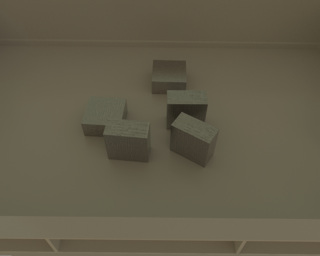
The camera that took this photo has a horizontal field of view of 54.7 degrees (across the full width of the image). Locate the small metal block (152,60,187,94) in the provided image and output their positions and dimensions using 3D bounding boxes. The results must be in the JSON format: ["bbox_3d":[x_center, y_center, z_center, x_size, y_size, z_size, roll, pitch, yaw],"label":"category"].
[{"bbox_3d":[0.014,-0.077,0.470,0.050,0.025,0.050,2,50,1],"label":"small metal block"}]

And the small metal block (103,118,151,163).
[{"bbox_3d":[-0.038,0.016,0.375,0.050,0.050,0.025,5,50,3],"label":"small metal block"}]

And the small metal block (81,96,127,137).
[{"bbox_3d":[-0.073,-0.015,0.417,0.050,0.025,0.050,4,50,3],"label":"small metal block"}]

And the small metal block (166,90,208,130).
[{"bbox_3d":[0.034,-0.023,0.409,0.050,0.050,0.025,0,50,0],"label":"small metal block"}]

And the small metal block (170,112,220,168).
[{"bbox_3d":[0.041,0.015,0.377,0.050,0.050,0.025,26,55,20],"label":"small metal block"}]
